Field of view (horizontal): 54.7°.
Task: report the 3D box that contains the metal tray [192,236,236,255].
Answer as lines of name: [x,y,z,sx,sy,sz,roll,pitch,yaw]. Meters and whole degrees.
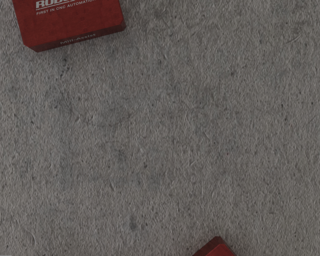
metal tray: [0.059,0.220,0.408,0.130,0.030,0.090,-40,90,0]

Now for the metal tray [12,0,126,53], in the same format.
metal tray: [-0.119,-0.160,0.406,0.131,0.030,0.090,-14,90,0]
